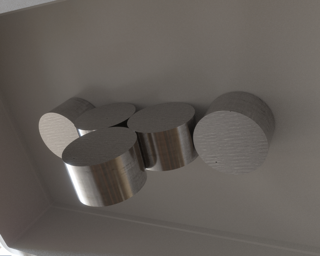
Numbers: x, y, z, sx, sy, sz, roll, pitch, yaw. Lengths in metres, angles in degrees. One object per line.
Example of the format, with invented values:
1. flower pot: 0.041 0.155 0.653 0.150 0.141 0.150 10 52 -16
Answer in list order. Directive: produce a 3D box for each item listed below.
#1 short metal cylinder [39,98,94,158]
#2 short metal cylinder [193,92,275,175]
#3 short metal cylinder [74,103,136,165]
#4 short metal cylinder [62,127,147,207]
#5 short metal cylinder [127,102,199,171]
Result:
1. short metal cylinder: -0.130 0.002 0.460 0.080 0.050 0.079 13 124 21
2. short metal cylinder: 0.084 0.005 0.349 0.080 0.050 0.079 13 124 21
3. short metal cylinder: -0.066 0.006 0.409 0.080 0.080 0.050 2 119 27
4. short metal cylinder: -0.059 0.039 0.338 0.080 0.080 0.050 2 119 27
5. short metal cylinder: 0.006 0.008 0.373 0.080 0.080 0.050 2 119 27
